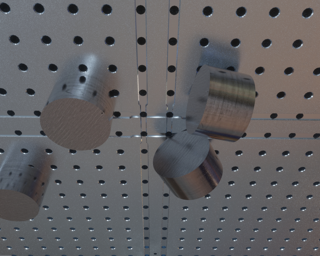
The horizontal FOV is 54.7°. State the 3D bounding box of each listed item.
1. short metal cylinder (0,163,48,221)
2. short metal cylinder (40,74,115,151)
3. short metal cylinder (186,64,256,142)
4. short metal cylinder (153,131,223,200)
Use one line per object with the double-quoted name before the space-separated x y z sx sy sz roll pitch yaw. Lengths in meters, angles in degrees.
"short metal cylinder" -0.221 0.100 0.478 0.081 0.050 0.079 0 130 0
"short metal cylinder" -0.098 -0.018 0.379 0.081 0.050 0.079 0 130 0
"short metal cylinder" 0.066 -0.027 0.353 0.050 0.080 0.079 11 129 -10
"short metal cylinder" 0.038 0.049 0.418 0.080 0.080 0.050 -21 127 16
